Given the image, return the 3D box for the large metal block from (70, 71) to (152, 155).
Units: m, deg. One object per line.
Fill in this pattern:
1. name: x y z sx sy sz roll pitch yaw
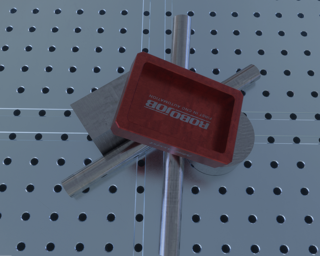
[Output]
1. large metal block: -0.054 -0.014 0.386 0.080 0.080 0.050 -32 74 -11

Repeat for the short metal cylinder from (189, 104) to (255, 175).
1. short metal cylinder: 0.072 0.016 0.392 0.081 0.050 0.080 0 70 0

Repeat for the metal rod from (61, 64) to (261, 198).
1. metal rod: 0.010 -0.002 0.413 0.301 0.025 0.025 -32 74 -12

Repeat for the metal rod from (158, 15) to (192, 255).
1. metal rod: 0.020 0.000 0.388 0.025 0.025 0.299 4 79 1

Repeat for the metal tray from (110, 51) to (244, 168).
1. metal tray: 0.022 -0.018 0.341 0.131 0.030 0.090 19 70 -13
